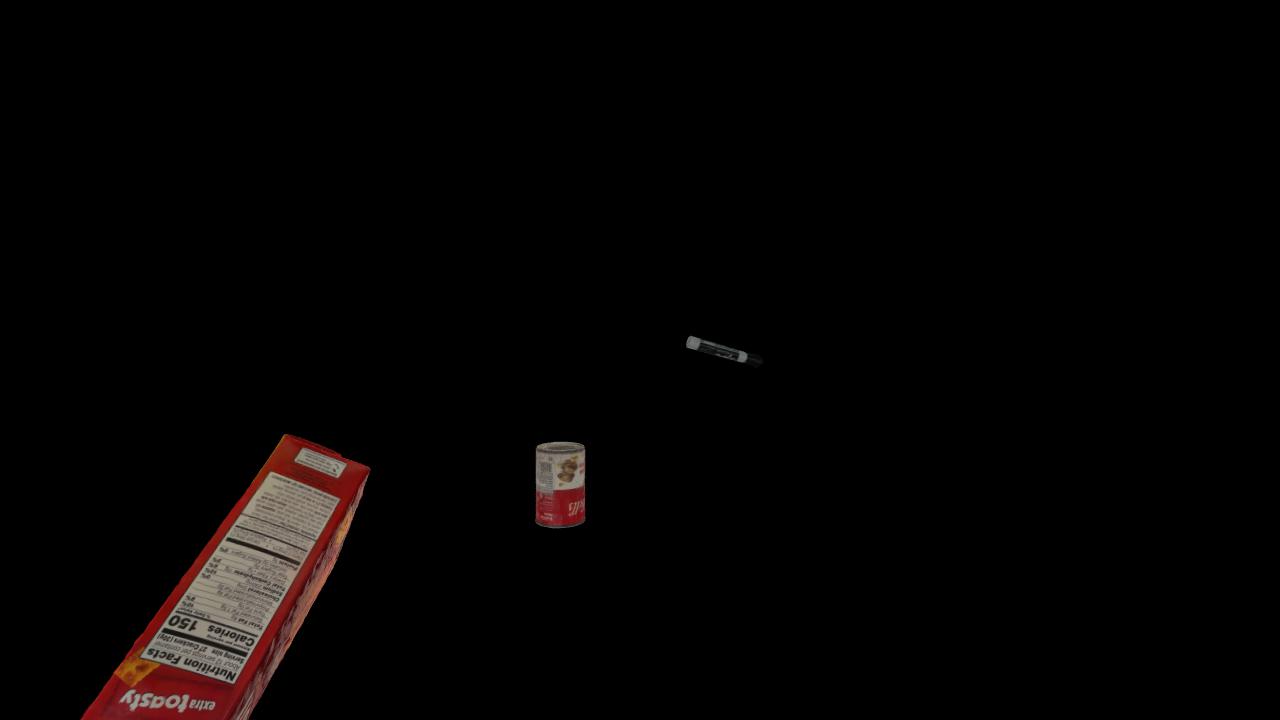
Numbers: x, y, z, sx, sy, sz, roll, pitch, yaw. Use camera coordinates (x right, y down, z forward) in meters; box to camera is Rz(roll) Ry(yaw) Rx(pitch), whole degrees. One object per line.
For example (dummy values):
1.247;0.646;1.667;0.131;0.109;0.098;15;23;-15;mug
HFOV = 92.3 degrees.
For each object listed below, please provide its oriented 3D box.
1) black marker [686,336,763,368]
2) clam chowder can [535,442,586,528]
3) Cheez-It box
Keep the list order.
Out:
0.128;-0.012;0.920;0.121;0.020;0.020;15;-3;-12;black marker
-0.107;0.166;0.826;0.068;0.102;0.068;0;2;0;clam chowder can
-0.273;0.186;0.411;0.071;0.223;0.166;26;-51;-13;Cheez-It box
